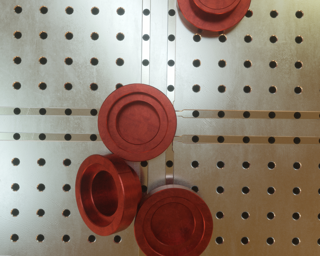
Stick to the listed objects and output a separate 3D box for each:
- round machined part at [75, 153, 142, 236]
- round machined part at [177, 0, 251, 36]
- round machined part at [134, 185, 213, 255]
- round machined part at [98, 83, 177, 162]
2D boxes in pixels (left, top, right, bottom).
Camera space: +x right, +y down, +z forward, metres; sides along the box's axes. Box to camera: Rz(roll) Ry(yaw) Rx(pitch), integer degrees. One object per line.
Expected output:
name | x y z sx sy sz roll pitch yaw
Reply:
round machined part | -0.061 0.080 0.388 0.098 0.042 0.097 1 92 42
round machined part | 0.071 -0.176 0.405 0.099 0.042 0.097 0 90 0
round machined part | 0.016 0.121 0.403 0.099 0.042 0.097 0 92 -4
round machined part | -0.028 -0.007 0.405 0.099 0.042 0.097 0 90 0
